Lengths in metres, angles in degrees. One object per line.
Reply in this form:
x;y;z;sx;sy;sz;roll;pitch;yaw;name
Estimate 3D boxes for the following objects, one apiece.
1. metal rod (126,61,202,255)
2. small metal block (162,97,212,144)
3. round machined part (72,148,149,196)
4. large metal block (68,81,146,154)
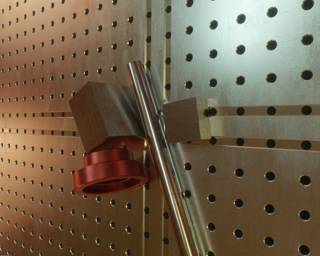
0.006;0.050;0.402;0.025;0.025;0.299;-27;73;36;metal rod
0.033;-0.008;0.381;0.050;0.025;0.050;-10;84;39;small metal block
-0.067;0.058;0.416;0.098;0.099;0.042;-28;63;36;round machined part
-0.067;-0.013;0.427;0.050;0.081;0.080;-36;68;34;large metal block
